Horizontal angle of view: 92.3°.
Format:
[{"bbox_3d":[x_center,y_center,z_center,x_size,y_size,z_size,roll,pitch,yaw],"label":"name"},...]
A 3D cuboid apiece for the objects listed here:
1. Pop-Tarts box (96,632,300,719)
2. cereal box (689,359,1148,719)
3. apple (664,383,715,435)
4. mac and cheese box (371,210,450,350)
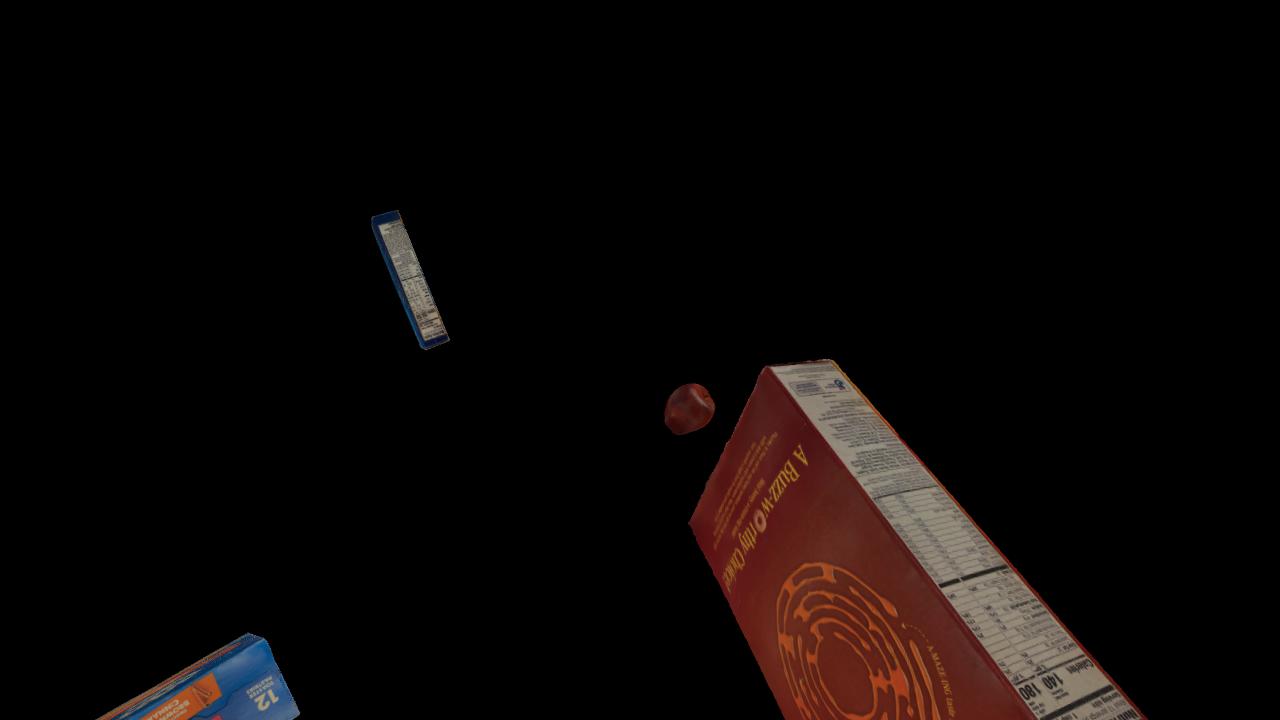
[{"bbox_3d":[-0.424,0.338,0.563,0.167,0.083,0.141,-28,1,-41],"label":"Pop-Tarts box"},{"bbox_3d":[0.152,0.173,0.425,0.081,0.203,0.306,-4,42,-25],"label":"cereal box"},{"bbox_3d":[0.082,0.083,1.039,0.093,0.079,0.079,-44,-23,27],"label":"apple"},{"bbox_3d":[-0.317,-0.107,0.848,0.041,0.184,0.093,-23,11,-21],"label":"mac and cheese box"}]
